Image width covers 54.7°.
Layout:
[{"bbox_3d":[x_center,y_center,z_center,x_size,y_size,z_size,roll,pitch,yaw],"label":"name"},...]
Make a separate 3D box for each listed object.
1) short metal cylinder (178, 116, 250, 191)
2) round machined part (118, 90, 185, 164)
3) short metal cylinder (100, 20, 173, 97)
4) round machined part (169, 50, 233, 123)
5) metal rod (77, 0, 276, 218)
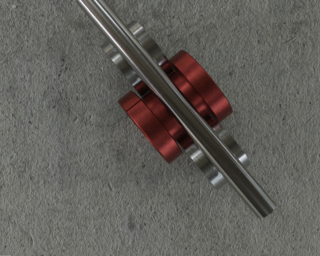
[{"bbox_3d":[0.065,0.030,0.384,0.050,0.080,0.080,-39,91,0],"label":"short metal cylinder"},{"bbox_3d":[-0.004,-0.007,0.373,0.042,0.098,0.098,-39,91,-4],"label":"round machined part"},{"bbox_3d":[-0.028,-0.084,0.383,0.050,0.080,0.080,-39,91,0],"label":"short metal cylinder"},{"bbox_3d":[0.040,-0.043,0.375,0.042,0.098,0.098,-39,90,5],"label":"round machined part"},{"bbox_3d":[0.018,-0.026,0.332,0.025,0.025,0.300,-40,91,0],"label":"metal rod"}]
